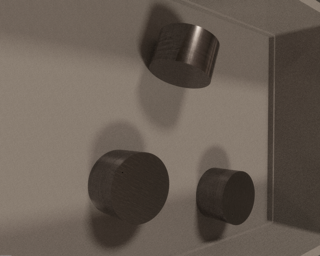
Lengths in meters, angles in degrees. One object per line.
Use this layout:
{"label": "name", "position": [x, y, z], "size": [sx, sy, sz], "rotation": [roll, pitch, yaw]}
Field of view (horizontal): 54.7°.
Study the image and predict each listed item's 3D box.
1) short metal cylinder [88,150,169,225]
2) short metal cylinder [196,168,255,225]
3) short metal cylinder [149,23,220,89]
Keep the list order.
{"label": "short metal cylinder", "position": [-0.036, 0.067, 0.362], "size": [0.081, 0.050, 0.079], "rotation": [0, 90, -40]}
{"label": "short metal cylinder", "position": [0.102, 0.104, 0.479], "size": [0.081, 0.050, 0.079], "rotation": [0, 90, -40]}
{"label": "short metal cylinder", "position": [0.032, -0.090, 0.399], "size": [0.080, 0.080, 0.050], "rotation": [25, 74, -38]}
